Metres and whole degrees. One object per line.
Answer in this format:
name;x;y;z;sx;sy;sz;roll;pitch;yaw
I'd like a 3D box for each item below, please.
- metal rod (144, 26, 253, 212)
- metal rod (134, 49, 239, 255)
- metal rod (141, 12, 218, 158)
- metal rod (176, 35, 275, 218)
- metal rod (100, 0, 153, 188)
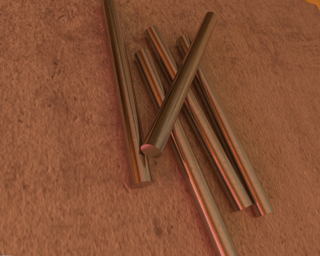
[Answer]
metal rod;0.048;-0.025;0.446;0.025;0.025;0.299;-13;69;-34
metal rod;0.027;0.021;0.406;0.025;0.025;0.299;-9;66;-32
metal rod;0.039;-0.081;0.442;0.025;0.025;0.301;31;51;-9
metal rod;0.089;-0.016;0.463;0.025;0.025;0.299;-8;66;-32
metal rod;-0.051;-0.067;0.418;0.025;0.025;0.299;2;61;-28
